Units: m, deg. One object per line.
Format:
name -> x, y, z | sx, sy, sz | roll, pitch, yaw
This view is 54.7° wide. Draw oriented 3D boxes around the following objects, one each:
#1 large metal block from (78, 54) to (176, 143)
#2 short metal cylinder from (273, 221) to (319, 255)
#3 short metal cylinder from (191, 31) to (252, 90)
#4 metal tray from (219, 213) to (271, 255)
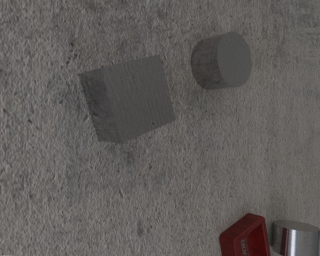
large metal block -> -0.036, -0.035, 0.358 | 0.081, 0.050, 0.080 | -24, 105, -38
short metal cylinder -> 0.256, 0.210, 0.584 | 0.081, 0.080, 0.050 | 7, 86, -40
short metal cylinder -> 0.093, -0.099, 0.466 | 0.081, 0.050, 0.079 | 0, 90, -40
metal tray -> 0.150, 0.224, 0.527 | 0.091, 0.030, 0.129 | -19, 102, -38
